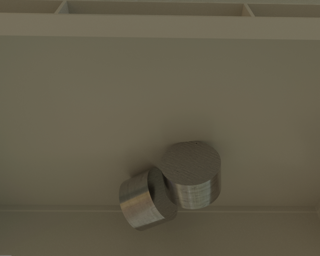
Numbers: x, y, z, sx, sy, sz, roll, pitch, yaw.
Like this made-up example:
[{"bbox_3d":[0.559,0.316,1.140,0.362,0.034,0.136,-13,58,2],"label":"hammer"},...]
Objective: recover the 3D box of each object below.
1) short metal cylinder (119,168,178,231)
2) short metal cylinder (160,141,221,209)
[{"bbox_3d":[-0.016,0.106,0.463,0.050,0.080,0.080,-27,125,21],"label":"short metal cylinder"},{"bbox_3d":[0.044,0.064,0.427,0.080,0.080,0.050,-6,130,5],"label":"short metal cylinder"}]
